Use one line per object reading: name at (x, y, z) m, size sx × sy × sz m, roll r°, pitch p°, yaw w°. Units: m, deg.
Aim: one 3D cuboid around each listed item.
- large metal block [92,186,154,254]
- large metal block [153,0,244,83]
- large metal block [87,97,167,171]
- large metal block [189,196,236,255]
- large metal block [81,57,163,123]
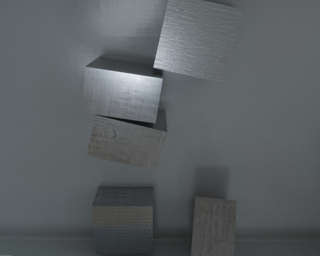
large metal block at (-0.050, 0.132, 0.446) m, size 0.081 × 0.050 × 0.079 m, roll 0°, pitch 110°, yaw 0°
large metal block at (0.041, -0.104, 0.360) m, size 0.081 × 0.050 × 0.079 m, roll 12°, pitch 110°, yaw -5°
large metal block at (-0.038, 0.004, 0.382) m, size 0.080 × 0.080 × 0.050 m, roll 14°, pitch 110°, yaw -6°
large metal block at (0.068, 0.136, 0.413) m, size 0.050 × 0.080 × 0.080 m, roll 5°, pitch 76°, yaw 6°
large metal block at (-0.041, -0.048, 0.364) m, size 0.081 × 0.080 × 0.050 m, roll 8°, pitch 110°, yaw -3°
